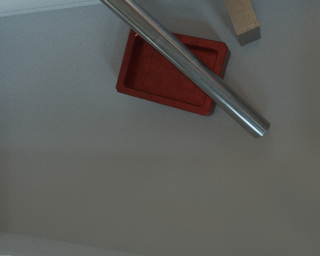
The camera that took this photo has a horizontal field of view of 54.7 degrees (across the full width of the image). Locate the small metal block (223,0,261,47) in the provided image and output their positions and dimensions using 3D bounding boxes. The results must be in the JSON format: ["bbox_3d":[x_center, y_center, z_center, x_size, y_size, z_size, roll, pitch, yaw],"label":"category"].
[{"bbox_3d":[0.096,-0.129,0.363,0.025,0.050,0.050,-21,83,18],"label":"small metal block"}]

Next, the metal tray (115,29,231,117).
[{"bbox_3d":[0.015,-0.074,0.401,0.130,0.030,0.089,17,95,18],"label":"metal tray"}]

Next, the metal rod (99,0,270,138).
[{"bbox_3d":[0.007,-0.092,0.341,0.300,0.025,0.025,40,104,-10],"label":"metal rod"}]
